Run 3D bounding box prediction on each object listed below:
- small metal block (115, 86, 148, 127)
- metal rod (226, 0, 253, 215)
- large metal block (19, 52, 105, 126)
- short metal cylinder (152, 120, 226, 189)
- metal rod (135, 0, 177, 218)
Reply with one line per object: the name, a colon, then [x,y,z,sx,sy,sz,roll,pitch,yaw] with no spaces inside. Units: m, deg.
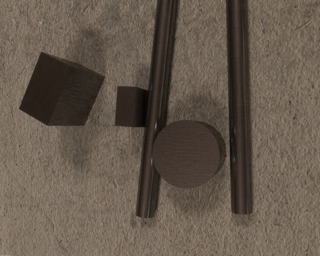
small metal block: [-0.035,-0.027,0.407,0.025,0.050,0.050,5,92,20]
metal rod: [0.095,-0.048,0.375,0.025,0.025,0.298,-2,89,19]
large metal block: [-0.131,-0.049,0.424,0.050,0.080,0.080,28,99,17]
short metal cylinder: [0.037,0.030,0.382,0.080,0.050,0.079,0,90,19]
metal rod: [-0.005,-0.032,0.409,0.025,0.025,0.298,7,92,19]
